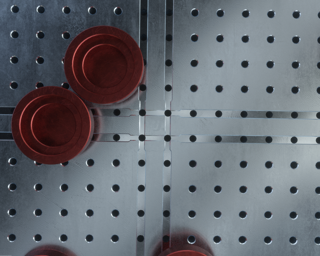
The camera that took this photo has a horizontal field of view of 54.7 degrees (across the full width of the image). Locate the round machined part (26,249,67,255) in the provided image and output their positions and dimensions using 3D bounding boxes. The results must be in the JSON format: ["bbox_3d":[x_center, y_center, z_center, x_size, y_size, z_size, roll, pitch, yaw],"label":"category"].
[{"bbox_3d":[-0.155,0.215,0.403,0.099,0.042,0.097,0,90,-1],"label":"round machined part"}]

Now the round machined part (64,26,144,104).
[{"bbox_3d":[-0.070,-0.079,0.404,0.099,0.042,0.097,0,90,-1],"label":"round machined part"}]

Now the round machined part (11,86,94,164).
[{"bbox_3d":[-0.135,-0.004,0.403,0.099,0.042,0.097,0,90,-1],"label":"round machined part"}]

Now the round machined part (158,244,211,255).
[{"bbox_3d":[0.033,0.201,0.406,0.099,0.042,0.097,0,90,-1],"label":"round machined part"}]
